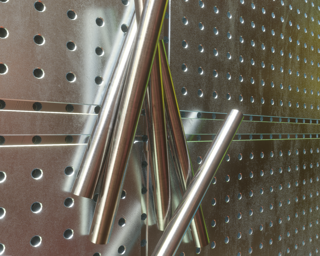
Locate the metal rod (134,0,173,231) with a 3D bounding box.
[{"bbox_3d":[-0.005,-0.013,0.385,0.025,0.025,0.298,-15,106,-39],"label":"metal rod"}]

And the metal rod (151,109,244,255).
[{"bbox_3d":[0.043,0.094,0.413,0.025,0.025,0.300,48,61,-30],"label":"metal rod"}]

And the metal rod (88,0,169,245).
[{"bbox_3d":[-0.034,-0.017,0.343,0.025,0.025,0.298,11,95,-40],"label":"metal rod"}]

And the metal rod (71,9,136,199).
[{"bbox_3d":[-0.044,-0.065,0.373,0.025,0.025,0.299,27,73,-37],"label":"metal rod"}]

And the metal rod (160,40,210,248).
[{"bbox_3d":[0.027,0.029,0.433,0.025,0.025,0.298,-23,105,-38],"label":"metal rod"}]
